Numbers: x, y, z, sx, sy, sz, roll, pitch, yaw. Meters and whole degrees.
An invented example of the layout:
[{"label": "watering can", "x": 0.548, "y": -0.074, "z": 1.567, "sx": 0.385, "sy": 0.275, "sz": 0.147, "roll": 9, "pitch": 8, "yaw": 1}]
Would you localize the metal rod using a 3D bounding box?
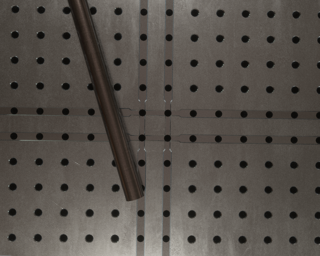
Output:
[{"label": "metal rod", "x": -0.075, "y": -0.050, "z": 0.412, "sx": 0.025, "sy": 0.025, "sz": 0.298, "roll": -16, "pitch": 90, "yaw": 0}]
